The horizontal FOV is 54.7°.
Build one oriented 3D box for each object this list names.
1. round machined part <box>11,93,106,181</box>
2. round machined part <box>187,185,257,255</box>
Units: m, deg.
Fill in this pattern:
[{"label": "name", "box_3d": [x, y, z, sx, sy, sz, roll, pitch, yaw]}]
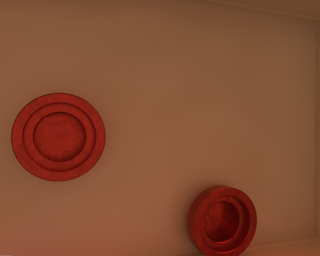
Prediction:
[{"label": "round machined part", "box_3d": [-0.116, 0.010, 0.359, 0.099, 0.042, 0.097, 0, 90, -20]}, {"label": "round machined part", "box_3d": [0.081, 0.128, 0.432, 0.099, 0.042, 0.097, 0, 90, -20]}]
